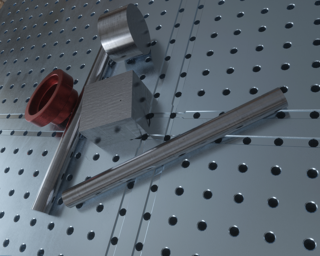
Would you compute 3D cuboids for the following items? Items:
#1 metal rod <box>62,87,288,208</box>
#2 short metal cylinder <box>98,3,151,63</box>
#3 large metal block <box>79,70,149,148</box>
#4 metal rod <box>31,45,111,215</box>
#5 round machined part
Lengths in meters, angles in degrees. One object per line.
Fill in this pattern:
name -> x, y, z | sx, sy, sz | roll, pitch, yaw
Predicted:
metal rod -> 0.009, 0.030, 0.385 | 0.300, 0.025, 0.025 | -26, 53, 11
short metal cylinder -> -0.055, -0.150, 0.494 | 0.050, 0.080, 0.080 | -12, 57, 22
large metal block -> -0.063, -0.026, 0.442 | 0.080, 0.050, 0.080 | -15, 56, 20
metal rod -> -0.127, -0.016, 0.484 | 0.025, 0.025, 0.300 | 2, 62, 29
round machined part -> -0.172, -0.044, 0.504 | 0.098, 0.042, 0.098 | -26, 46, 31
